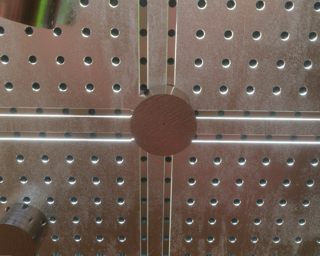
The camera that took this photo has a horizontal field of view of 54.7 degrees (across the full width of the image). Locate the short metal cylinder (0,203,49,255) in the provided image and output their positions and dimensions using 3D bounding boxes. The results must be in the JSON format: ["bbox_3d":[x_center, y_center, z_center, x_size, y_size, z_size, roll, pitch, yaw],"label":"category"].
[{"bbox_3d":[-0.213,0.158,0.456,0.081,0.050,0.079,0,110,0],"label":"short metal cylinder"}]

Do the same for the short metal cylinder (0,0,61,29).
[{"bbox_3d":[-0.148,-0.144,0.329,0.080,0.080,0.050,19,109,-7],"label":"short metal cylinder"}]

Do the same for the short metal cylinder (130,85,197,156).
[{"bbox_3d":[0.004,-0.011,0.396,0.081,0.050,0.079,0,110,0],"label":"short metal cylinder"}]
